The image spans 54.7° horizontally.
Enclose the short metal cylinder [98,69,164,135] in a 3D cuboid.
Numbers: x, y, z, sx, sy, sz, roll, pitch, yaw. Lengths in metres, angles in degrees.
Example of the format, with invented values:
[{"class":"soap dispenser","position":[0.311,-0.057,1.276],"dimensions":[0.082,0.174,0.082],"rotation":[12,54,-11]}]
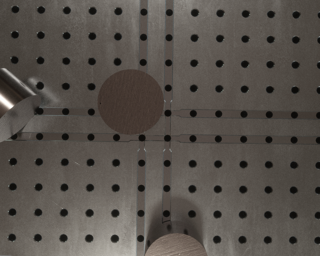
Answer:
[{"class":"short metal cylinder","position":[-0.036,-0.032,0.400],"dimensions":[0.081,0.050,0.079],"rotation":[0,90,-1]}]

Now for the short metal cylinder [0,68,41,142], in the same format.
[{"class":"short metal cylinder","position":[-0.197,-0.027,0.383],"dimensions":[0.050,0.080,0.080],"rotation":[41,90,-1]}]

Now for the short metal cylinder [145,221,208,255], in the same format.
[{"class":"short metal cylinder","position":[0.020,0.168,0.401],"dimensions":[0.081,0.050,0.079],"rotation":[0,90,-1]}]
